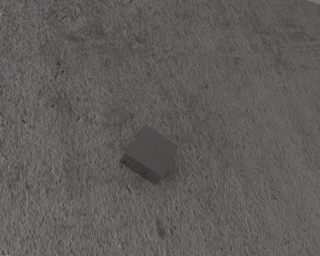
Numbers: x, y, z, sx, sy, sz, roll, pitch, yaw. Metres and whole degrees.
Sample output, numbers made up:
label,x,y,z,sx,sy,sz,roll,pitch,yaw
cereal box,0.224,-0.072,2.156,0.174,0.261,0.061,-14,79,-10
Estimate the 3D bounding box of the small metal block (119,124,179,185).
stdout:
label,x,y,z,sx,sy,sz,roll,pitch,yaw
small metal block,-0.013,0.032,0.377,0.050,0.025,0.050,35,51,-5
